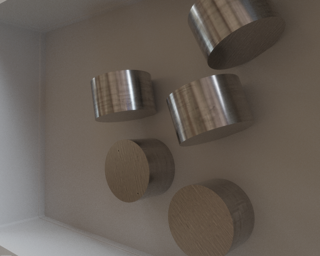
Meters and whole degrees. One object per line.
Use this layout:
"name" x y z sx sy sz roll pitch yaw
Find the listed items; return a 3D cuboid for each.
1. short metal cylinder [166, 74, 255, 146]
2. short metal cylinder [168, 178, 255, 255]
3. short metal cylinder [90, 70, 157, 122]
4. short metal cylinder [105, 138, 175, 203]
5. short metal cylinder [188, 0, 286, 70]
"short metal cylinder" 0.052 -0.016 0.327 0.080 0.081 0.050 -25 74 37
"short metal cylinder" 0.056 0.099 0.343 0.080 0.050 0.079 0 90 39
"short metal cylinder" -0.048 -0.040 0.408 0.080 0.081 0.050 -14 81 39
"short metal cylinder" -0.027 0.054 0.411 0.080 0.050 0.079 0 90 39
"short metal cylinder" 0.075 -0.102 0.308 0.080 0.081 0.050 -34 69 34
